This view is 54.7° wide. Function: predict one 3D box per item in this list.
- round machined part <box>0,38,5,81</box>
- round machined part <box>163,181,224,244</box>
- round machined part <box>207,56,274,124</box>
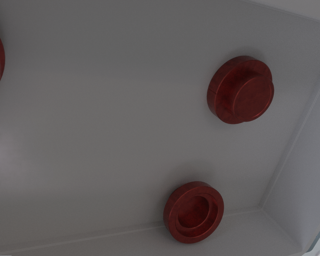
[{"bbox_3d":[-0.172,-0.050,0.248,0.099,0.042,0.097,-40,149,-31],"label":"round machined part"},{"bbox_3d":[0.050,0.130,0.495,0.099,0.042,0.097,-7,107,-23],"label":"round machined part"},{"bbox_3d":[0.119,-0.047,0.433,0.099,0.042,0.097,-14,124,-21],"label":"round machined part"}]
